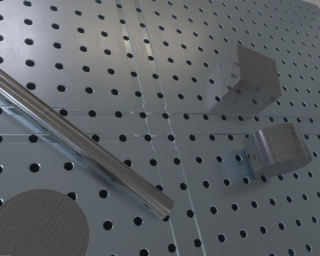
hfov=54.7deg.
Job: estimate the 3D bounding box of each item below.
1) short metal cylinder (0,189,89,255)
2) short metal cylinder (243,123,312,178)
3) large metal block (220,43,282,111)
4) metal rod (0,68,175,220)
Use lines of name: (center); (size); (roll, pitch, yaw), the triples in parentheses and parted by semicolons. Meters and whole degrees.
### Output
short metal cylinder: (-0.109, 0.100, 0.272); (0.081, 0.050, 0.080); (13, 56, -21)
short metal cylinder: (0.165, 0.034, 0.441); (0.081, 0.080, 0.050); (2, 61, -27)
large metal block: (0.151, -0.085, 0.525); (0.081, 0.050, 0.080); (17, 55, -19)
metal rod: (-0.109, 0.002, 0.347); (0.300, 0.025, 0.025); (38, 51, -3)
